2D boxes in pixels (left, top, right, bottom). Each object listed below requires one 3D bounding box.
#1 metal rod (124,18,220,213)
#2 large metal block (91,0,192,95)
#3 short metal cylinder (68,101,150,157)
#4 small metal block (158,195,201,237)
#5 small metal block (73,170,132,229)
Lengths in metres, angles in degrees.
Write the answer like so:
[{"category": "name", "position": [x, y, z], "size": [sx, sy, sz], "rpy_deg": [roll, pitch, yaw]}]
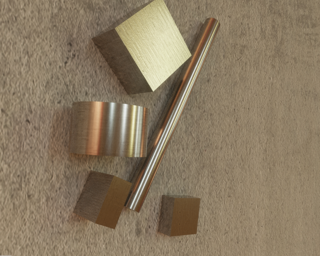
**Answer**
[{"category": "metal rod", "position": [0.022, -0.031, 0.425], "size": [0.025, 0.025, 0.300], "rpy_deg": [38, 67, -34]}, {"category": "large metal block", "position": [-0.019, -0.097, 0.374], "size": [0.080, 0.050, 0.080], "rpy_deg": [-47, 118, -30]}, {"category": "short metal cylinder", "position": [-0.053, 0.003, 0.326], "size": [0.081, 0.080, 0.050], "rpy_deg": [6, 86, -40]}, {"category": "small metal block", "position": [0.027, 0.120, 0.430], "size": [0.050, 0.025, 0.050], "rpy_deg": [12, 83, -40]}, {"category": "small metal block", "position": [-0.063, 0.076, 0.337], "size": [0.025, 0.050, 0.050], "rpy_deg": [33, 70, -36]}]
